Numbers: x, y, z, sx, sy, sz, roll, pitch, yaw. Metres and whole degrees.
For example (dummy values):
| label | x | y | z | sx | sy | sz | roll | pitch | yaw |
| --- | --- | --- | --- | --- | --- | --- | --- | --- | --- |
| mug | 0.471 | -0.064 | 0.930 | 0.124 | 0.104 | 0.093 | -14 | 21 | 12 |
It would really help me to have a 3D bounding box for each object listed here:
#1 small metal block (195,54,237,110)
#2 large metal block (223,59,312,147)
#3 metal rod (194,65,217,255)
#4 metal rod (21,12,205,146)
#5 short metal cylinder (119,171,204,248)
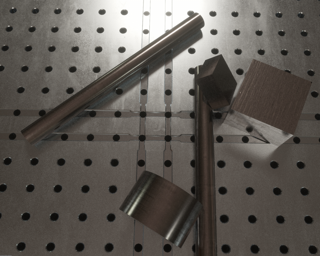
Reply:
| label | x | y | z | sx | sy | sz | roll | pitch | yaw |
| --- | --- | --- | --- | --- | --- | --- | --- | --- | --- |
| small metal block | 0.076 | -0.061 | 0.412 | 0.025 | 0.050 | 0.050 | -14 | 33 | 37 |
| large metal block | 0.141 | -0.033 | 0.412 | 0.080 | 0.050 | 0.080 | 24 | 72 | 8 |
| metal rod | 0.057 | 0.056 | 0.391 | 0.025 | 0.025 | 0.299 | 2 | 70 | 0 |
| metal rod | -0.057 | -0.076 | 0.438 | 0.301 | 0.025 | 0.025 | -37 | 75 | -13 |
| short metal cylinder | 0.001 | 0.091 | 0.349 | 0.080 | 0.080 | 0.050 | 30 | 73 | 10 |
